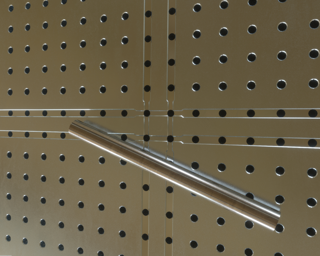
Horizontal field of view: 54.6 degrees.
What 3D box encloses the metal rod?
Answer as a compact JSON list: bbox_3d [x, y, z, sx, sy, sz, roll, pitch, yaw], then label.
[{"bbox_3d":[0.005,0.055,0.411,0.300,0.025,0.025,23,98,18],"label":"metal rod"}]
